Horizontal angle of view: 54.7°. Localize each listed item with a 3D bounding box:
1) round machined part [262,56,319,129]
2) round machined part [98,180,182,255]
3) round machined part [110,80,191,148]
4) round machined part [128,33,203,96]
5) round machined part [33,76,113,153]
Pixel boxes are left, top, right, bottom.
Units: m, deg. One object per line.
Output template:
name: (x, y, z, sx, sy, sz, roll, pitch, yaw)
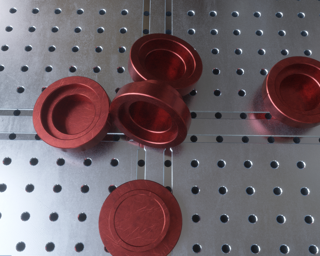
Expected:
round machined part: (0.187, -0.045, 0.421, 0.099, 0.042, 0.098, 0, 70, -1)
round machined part: (-0.023, 0.109, 0.363, 0.099, 0.042, 0.098, 0, 70, -1)
round machined part: (-0.008, -0.021, 0.383, 0.098, 0.097, 0.042, 18, 54, 6)
round machined part: (0.005, -0.079, 0.422, 0.099, 0.042, 0.098, 7, 57, -11)
round machined part: (-0.108, -0.015, 0.403, 0.099, 0.042, 0.098, -2, 71, 5)
